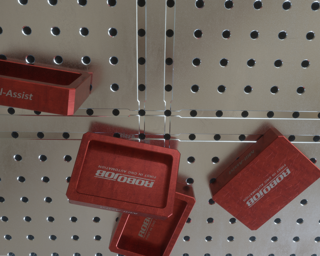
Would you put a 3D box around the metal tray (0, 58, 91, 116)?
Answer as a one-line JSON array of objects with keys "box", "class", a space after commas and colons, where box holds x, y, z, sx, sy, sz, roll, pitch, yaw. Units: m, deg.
[{"box": [-0.154, -0.051, 0.357, 0.131, 0.090, 0.030, 9, 110, -4], "class": "metal tray"}]

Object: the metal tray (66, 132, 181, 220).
[{"box": [-0.044, 0.062, 0.404, 0.131, 0.090, 0.030, 12, 154, -5], "class": "metal tray"}]

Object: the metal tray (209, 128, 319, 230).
[{"box": [0.147, 0.075, 0.441, 0.090, 0.030, 0.130, 40, 105, -14], "class": "metal tray"}]

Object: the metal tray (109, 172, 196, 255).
[{"box": [-0.013, 0.136, 0.460, 0.091, 0.030, 0.129, 19, 109, -8], "class": "metal tray"}]
